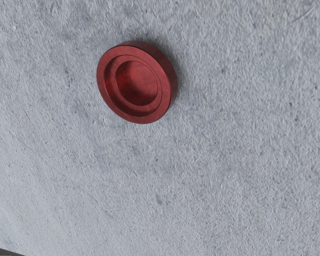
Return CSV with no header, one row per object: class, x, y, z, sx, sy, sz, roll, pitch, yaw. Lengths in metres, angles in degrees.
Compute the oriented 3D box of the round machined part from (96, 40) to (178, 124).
round machined part,-0.024,-0.057,0.373,0.098,0.042,0.097,13,124,21
